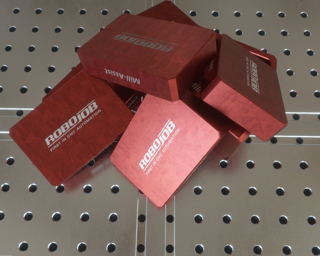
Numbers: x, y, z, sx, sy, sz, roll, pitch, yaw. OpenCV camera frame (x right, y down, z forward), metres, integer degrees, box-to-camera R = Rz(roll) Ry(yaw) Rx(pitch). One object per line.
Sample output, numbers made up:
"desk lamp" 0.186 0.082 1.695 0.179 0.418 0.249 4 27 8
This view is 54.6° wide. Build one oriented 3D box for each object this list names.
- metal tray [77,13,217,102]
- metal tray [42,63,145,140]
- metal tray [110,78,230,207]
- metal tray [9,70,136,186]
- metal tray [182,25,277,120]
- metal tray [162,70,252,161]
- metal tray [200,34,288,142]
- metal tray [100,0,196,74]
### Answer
"metal tray" -0.015 -0.084 0.346 0.130 0.030 0.090 21 56 28
"metal tray" -0.082 -0.051 0.427 0.090 0.030 0.130 37 74 12
"metal tray" 0.005 0.019 0.356 0.090 0.129 0.030 42 33 13
"metal tray" -0.105 -0.003 0.385 0.130 0.030 0.090 -40 90 -2
"metal tray" 0.091 -0.072 0.412 0.131 0.030 0.090 17 69 -15
"metal tray" 0.051 -0.023 0.387 0.130 0.090 0.030 42 76 14
"metal tray" 0.097 -0.053 0.362 0.090 0.030 0.130 33 36 -10
"metal tray" -0.006 -0.119 0.432 0.131 0.030 0.090 -37 76 -27
